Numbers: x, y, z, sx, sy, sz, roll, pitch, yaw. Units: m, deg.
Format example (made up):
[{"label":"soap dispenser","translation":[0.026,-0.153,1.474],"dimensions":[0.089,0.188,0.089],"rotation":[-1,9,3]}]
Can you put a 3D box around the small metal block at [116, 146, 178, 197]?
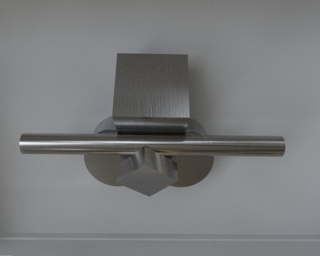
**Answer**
[{"label":"small metal block","translation":[-0.015,0.053,0.364],"dimensions":[0.050,0.025,0.050],"rotation":[30,130,-30]}]

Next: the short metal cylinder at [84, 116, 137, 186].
[{"label":"short metal cylinder","translation":[-0.054,0.029,0.407],"dimensions":[0.081,0.050,0.079],"rotation":[0,110,-1]}]

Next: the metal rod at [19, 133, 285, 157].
[{"label":"metal rod","translation":[-0.008,0.020,0.364],"dimensions":[0.302,0.025,0.025],"rotation":[1,110,-1]}]

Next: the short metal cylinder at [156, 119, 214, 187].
[{"label":"short metal cylinder","translation":[0.027,0.030,0.408],"dimensions":[0.081,0.050,0.079],"rotation":[0,110,-1]}]

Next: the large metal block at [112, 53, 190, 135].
[{"label":"large metal block","translation":[-0.009,-0.038,0.360],"dimensions":[0.081,0.050,0.080],"rotation":[1,67,-1]}]
